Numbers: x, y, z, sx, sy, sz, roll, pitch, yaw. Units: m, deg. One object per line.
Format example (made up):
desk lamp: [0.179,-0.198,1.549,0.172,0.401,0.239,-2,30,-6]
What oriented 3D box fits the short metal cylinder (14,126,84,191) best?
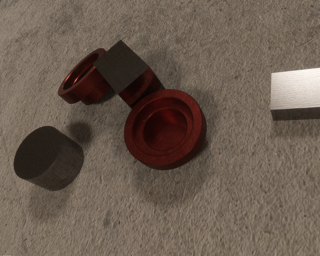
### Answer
short metal cylinder: [-0.158,0.044,0.441,0.080,0.050,0.080,-13,56,20]

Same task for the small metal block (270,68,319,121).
small metal block: [0.152,-0.037,0.346,0.050,0.025,0.050,-2,61,26]

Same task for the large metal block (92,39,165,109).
large metal block: [-0.035,-0.061,0.423,0.050,0.080,0.080,-41,51,0]

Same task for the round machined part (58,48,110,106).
round machined part: [-0.107,-0.074,0.479,0.098,0.042,0.098,-31,33,23]

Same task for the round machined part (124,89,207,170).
round machined part: [0.009,0.005,0.379,0.098,0.042,0.098,-9,63,19]
